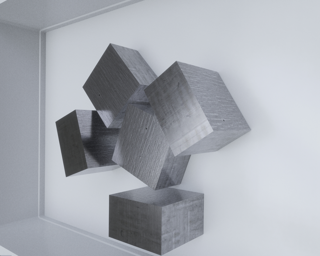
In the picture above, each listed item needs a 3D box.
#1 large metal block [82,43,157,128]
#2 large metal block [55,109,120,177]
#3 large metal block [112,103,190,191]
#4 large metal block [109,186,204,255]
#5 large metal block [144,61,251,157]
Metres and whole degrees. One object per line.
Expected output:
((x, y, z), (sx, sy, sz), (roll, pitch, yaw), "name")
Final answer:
((-0.052, -0.056, 0.429), (0.080, 0.050, 0.080), (-49, 61, 28), "large metal block")
((-0.093, 0.021, 0.444), (0.050, 0.081, 0.080), (-24, 75, 37), "large metal block")
((-0.007, 0.021, 0.393), (0.080, 0.050, 0.079), (28, 108, 36), "large metal block")
((-0.004, 0.104, 0.371), (0.080, 0.081, 0.050), (1, 91, 39), "large metal block")
((0.041, -0.019, 0.333), (0.050, 0.081, 0.080), (-38, 67, 33), "large metal block")
